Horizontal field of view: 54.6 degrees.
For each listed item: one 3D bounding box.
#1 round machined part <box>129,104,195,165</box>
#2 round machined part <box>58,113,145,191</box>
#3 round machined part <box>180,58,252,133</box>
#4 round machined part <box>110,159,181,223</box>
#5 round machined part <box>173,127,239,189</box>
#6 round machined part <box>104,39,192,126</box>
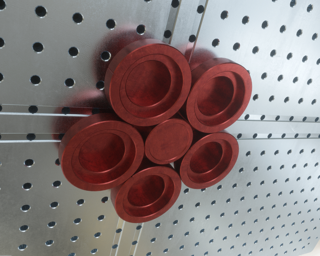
[{"bbox_3d":[0.004,0.009,0.406,0.099,0.042,0.097,-14,124,-21],"label":"round machined part"},{"bbox_3d":[-0.072,0.025,0.375,0.099,0.042,0.097,-14,124,-21],"label":"round machined part"},{"bbox_3d":[0.068,-0.045,0.408,0.099,0.042,0.097,-14,124,-21],"label":"round machined part"},{"bbox_3d":[-0.023,0.083,0.437,0.099,0.042,0.097,-14,124,-21],"label":"round machined part"},{"bbox_3d":[0.063,0.039,0.458,0.099,0.042,0.097,-14,124,-21],"label":"round machined part"},{"bbox_3d":[-0.017,-0.054,0.357,0.099,0.042,0.097,-14,124,-21],"label":"round machined part"}]
